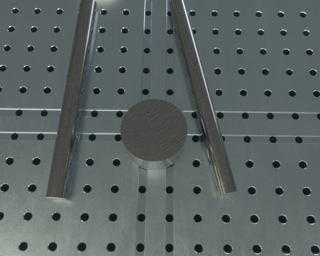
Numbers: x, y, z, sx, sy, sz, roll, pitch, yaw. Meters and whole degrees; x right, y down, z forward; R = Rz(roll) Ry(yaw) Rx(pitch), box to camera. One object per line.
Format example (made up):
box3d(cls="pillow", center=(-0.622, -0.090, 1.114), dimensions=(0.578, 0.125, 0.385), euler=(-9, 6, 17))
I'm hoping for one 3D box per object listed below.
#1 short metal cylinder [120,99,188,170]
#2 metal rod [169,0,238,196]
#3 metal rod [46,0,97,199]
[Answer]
box3d(cls="short metal cylinder", center=(-0.007, 0.010, 0.395), dimensions=(0.081, 0.050, 0.080), euler=(0, 70, 0))
box3d(cls="metal rod", center=(0.055, -0.056, 0.432), dimensions=(0.025, 0.025, 0.299), euler=(-10, 70, -4))
box3d(cls="metal rod", center=(-0.119, -0.054, 0.430), dimensions=(0.025, 0.025, 0.299), euler=(3, 70, 1))
